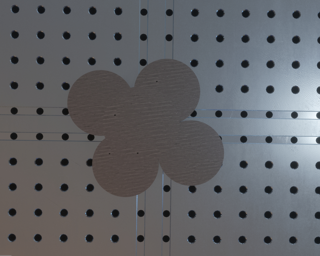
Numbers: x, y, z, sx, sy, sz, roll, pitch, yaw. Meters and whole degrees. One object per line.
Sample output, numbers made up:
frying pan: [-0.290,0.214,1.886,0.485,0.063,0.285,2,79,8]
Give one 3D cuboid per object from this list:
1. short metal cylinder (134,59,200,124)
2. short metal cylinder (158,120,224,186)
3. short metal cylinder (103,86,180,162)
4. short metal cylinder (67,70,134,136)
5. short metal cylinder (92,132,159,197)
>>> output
short metal cylinder: [0.008,-0.044,0.400,0.081,0.050,0.079,0,90,-1]
short metal cylinder: [0.038,0.030,0.401,0.081,0.050,0.079,0,90,-1]
short metal cylinder: [-0.020,-0.005,0.349,0.081,0.050,0.079,0,92,-1]
short metal cylinder: [-0.072,-0.030,0.399,0.081,0.050,0.079,0,90,-1]
short metal cylinder: [-0.042,0.044,0.400,0.081,0.050,0.079,0,90,-1]
